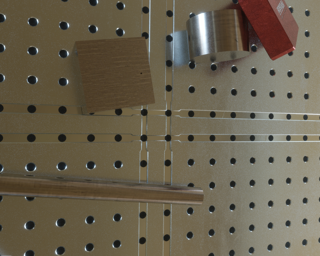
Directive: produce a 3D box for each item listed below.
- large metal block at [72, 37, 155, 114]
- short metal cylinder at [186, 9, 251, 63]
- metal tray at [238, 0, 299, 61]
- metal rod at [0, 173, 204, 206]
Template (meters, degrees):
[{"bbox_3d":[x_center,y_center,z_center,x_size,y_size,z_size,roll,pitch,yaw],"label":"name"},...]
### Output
[{"bbox_3d":[-0.058,-0.063,0.378,0.081,0.050,0.080,-10,94,-20],"label":"large metal block"},{"bbox_3d":[0.077,-0.119,0.411,0.081,0.080,0.050,-6,93,-20],"label":"short metal cylinder"},{"bbox_3d":[0.154,-0.156,0.427,0.090,0.030,0.131,55,36,-12],"label":"metal tray"},{"bbox_3d":[-0.086,0.076,0.381,0.302,0.025,0.025,8,88,-20],"label":"metal rod"}]
